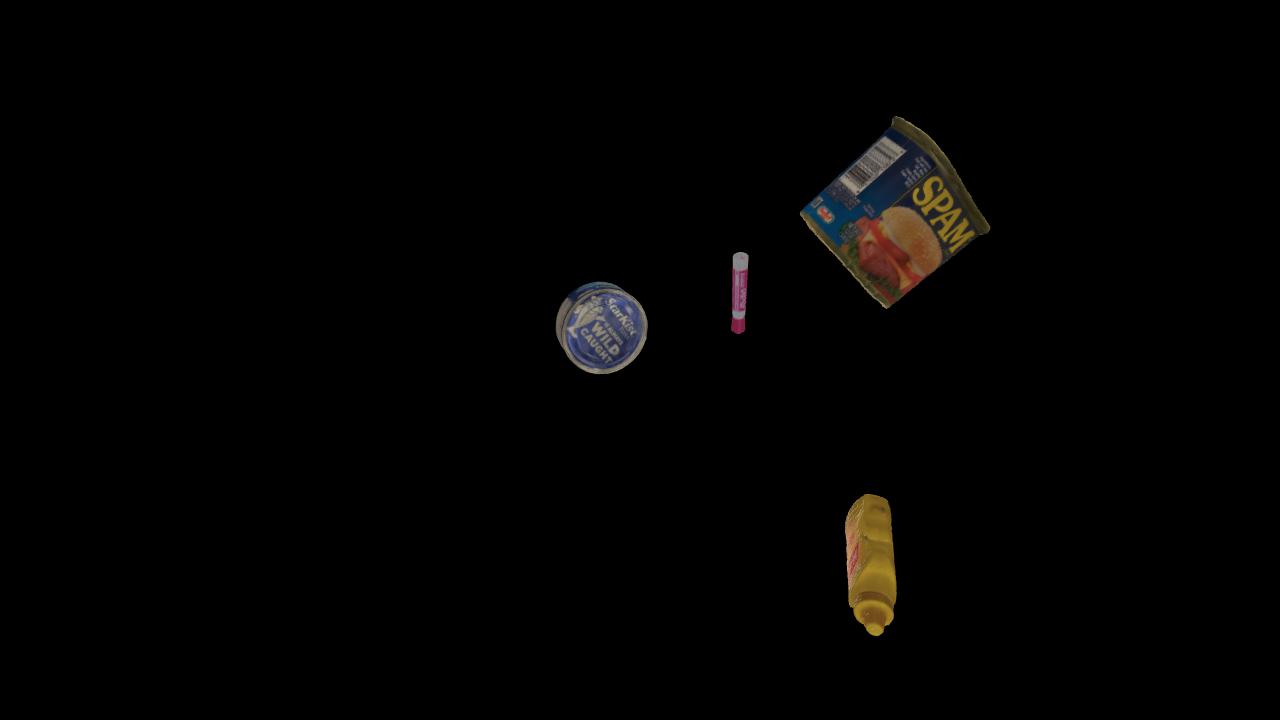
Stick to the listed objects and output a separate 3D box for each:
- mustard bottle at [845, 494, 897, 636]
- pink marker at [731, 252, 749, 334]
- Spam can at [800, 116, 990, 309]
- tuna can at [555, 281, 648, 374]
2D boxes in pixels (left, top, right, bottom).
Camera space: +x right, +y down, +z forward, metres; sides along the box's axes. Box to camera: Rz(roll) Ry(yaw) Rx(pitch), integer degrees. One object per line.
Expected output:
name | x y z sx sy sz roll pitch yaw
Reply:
mustard bottle | 0.277 0.251 0.739 0.054 0.092 0.184 18 30 8
pink marker | 0.125 -0.080 0.774 0.020 0.121 0.020 -4 44 3
Spam can | 0.171 -0.095 0.419 0.101 0.085 0.058 34 24 -35
tuna can | -0.037 -0.031 0.586 0.084 0.084 0.034 0 21 -22
